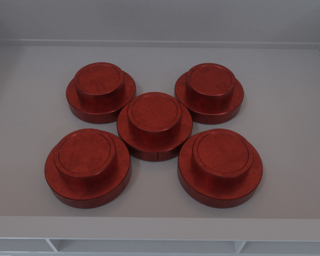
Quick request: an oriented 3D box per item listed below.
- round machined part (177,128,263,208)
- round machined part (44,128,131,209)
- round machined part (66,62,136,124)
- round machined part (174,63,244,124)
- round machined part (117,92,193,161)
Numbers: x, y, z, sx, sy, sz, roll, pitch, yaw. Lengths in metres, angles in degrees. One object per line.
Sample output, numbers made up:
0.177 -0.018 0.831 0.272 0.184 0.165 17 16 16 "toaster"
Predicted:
0.070 0.039 0.361 0.099 0.042 0.098 0 50 0 "round machined part"
-0.083 0.039 0.358 0.099 0.042 0.098 0 50 0 "round machined part"
-0.084 -0.056 0.438 0.099 0.042 0.098 0 50 0 "round machined part"
0.070 -0.055 0.440 0.099 0.042 0.098 0 50 0 "round machined part"
-0.007 -0.009 0.399 0.099 0.042 0.098 0 50 0 "round machined part"
